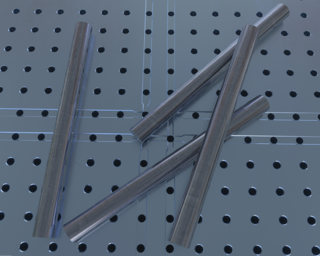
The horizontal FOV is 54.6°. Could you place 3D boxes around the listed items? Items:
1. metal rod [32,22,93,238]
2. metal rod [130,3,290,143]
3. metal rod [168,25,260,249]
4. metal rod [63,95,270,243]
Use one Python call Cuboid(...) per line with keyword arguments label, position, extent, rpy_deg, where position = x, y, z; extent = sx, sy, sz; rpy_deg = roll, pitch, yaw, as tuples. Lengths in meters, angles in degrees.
Cuboid(label="metal rod", position=(-0.126, -0.012, 0.415), extent=(0.025, 0.025, 0.299), rpy_deg=(4, 70, 1))
Cuboid(label="metal rod", position=(0.079, -0.085, 0.443), extent=(0.301, 0.025, 0.025), rpy_deg=(-41, 75, -14))
Cuboid(label="metal rod", position=(0.074, -0.004, 0.386), extent=(0.025, 0.025, 0.300), rpy_deg=(20, 71, 7))
Cuboid(label="metal rod", position=(0.017, 0.045, 0.395), extent=(0.301, 0.025, 0.025), rpy_deg=(-33, 73, -11))
